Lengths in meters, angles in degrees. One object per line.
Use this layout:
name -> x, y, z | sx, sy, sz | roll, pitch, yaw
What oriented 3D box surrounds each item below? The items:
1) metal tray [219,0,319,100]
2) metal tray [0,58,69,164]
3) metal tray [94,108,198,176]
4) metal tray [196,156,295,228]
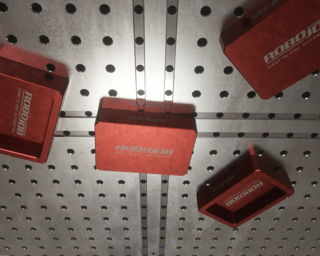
metal tray -> 0.142, -0.098, 0.327 | 0.130, 0.030, 0.090 | -34, 123, 25
metal tray -> -0.176, -0.016, 0.391 | 0.091, 0.030, 0.129 | 17, 128, -15
metal tray -> -0.021, 0.022, 0.427 | 0.131, 0.030, 0.089 | 5, 130, -5
metal tray -> 0.135, 0.108, 0.502 | 0.090, 0.030, 0.129 | 31, 123, -24
